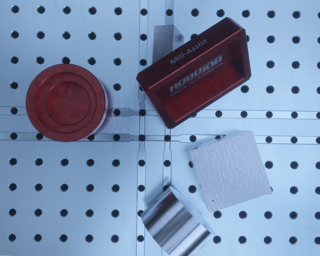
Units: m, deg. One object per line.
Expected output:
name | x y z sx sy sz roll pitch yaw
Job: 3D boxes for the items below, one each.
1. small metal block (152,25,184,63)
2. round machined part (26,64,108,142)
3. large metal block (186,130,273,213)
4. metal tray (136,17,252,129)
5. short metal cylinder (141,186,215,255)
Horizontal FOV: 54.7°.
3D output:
small metal block | 0.012 -0.099 0.398 0.025 0.050 0.050 3 90 19
round machined part | -0.117 -0.031 0.403 0.099 0.042 0.097 0 90 -1
large metal block | 0.087 0.053 0.402 0.080 0.050 0.080 -18 90 -1
metal tray | 0.046 -0.063 0.381 0.130 0.090 0.030 -33 54 0
short metal cylinder | 0.022 0.119 0.386 0.050 0.080 0.080 -45 91 0
